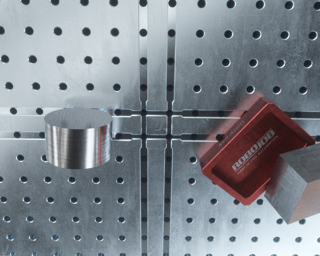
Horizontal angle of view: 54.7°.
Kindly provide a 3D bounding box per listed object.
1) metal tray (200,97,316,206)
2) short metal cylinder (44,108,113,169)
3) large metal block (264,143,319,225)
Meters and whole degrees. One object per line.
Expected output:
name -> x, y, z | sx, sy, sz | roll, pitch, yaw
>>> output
metal tray -> 0.130, 0.034, 0.424 | 0.090, 0.030, 0.130 | 38, 106, -13
short metal cylinder -> -0.101, 0.010, 0.387 | 0.081, 0.080, 0.050 | 4, 110, -2
large metal block -> 0.193, 0.070, 0.403 | 0.081, 0.050, 0.079 | -12, 130, -18
